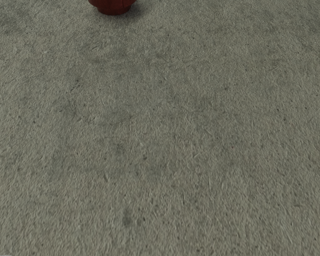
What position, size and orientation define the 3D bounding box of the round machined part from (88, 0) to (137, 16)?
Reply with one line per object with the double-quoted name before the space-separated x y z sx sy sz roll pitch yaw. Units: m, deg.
"round machined part" -0.092 -0.257 0.607 0.099 0.042 0.098 0 50 0
